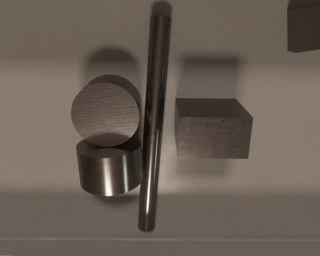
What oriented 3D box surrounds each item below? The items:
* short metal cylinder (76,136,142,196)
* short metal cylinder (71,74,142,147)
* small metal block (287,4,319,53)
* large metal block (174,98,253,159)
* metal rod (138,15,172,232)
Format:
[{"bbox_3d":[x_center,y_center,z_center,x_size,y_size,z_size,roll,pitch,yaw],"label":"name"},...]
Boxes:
[{"bbox_3d":[-0.063,0.044,0.397,0.081,0.080,0.050,-1,110,0],"label":"short metal cylinder"},{"bbox_3d":[-0.065,-0.023,0.389,0.081,0.050,0.079,0,110,-1],"label":"short metal cylinder"},{"bbox_3d":[0.182,-0.120,0.370,0.050,0.025,0.050,-8,110,2],"label":"small metal block"},{"bbox_3d":[0.061,-0.002,0.382,0.081,0.080,0.050,1,110,-1],"label":"large metal block"},{"bbox_3d":[-0.010,0.008,0.414,0.025,0.025,0.298,4,110,-2],"label":"metal rod"}]
